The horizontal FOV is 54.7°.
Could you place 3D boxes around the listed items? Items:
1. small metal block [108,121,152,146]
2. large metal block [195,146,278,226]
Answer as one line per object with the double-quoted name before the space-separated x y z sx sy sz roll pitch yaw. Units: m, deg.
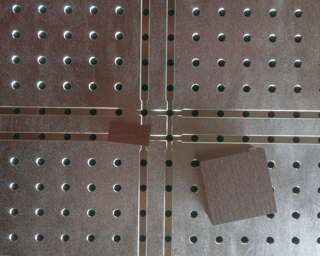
"small metal block" -0.037 0.007 0.400 0.050 0.050 0.025 7 90 0
"large metal block" 0.096 0.072 0.402 0.080 0.050 0.080 -12 90 0
